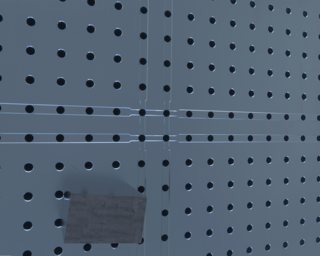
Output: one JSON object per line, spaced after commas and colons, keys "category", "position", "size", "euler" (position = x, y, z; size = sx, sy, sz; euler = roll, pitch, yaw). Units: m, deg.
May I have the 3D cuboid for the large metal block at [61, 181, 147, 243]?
{"category": "large metal block", "position": [-0.068, 0.095, 0.359], "size": [0.081, 0.080, 0.050], "euler": [8, 88, -20]}
